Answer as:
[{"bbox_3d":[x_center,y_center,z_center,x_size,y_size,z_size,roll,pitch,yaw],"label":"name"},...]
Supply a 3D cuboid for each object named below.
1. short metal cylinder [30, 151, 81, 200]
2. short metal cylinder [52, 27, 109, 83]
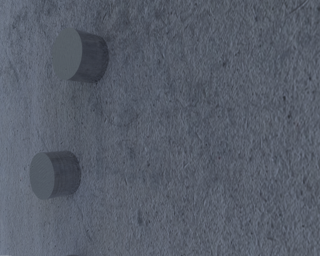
[{"bbox_3d":[-0.183,0.081,0.541,0.080,0.050,0.080,0,90,40],"label":"short metal cylinder"},{"bbox_3d":[-0.128,-0.114,0.494,0.080,0.050,0.080,0,90,40],"label":"short metal cylinder"}]
